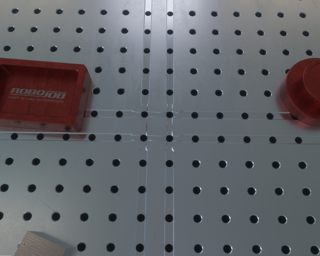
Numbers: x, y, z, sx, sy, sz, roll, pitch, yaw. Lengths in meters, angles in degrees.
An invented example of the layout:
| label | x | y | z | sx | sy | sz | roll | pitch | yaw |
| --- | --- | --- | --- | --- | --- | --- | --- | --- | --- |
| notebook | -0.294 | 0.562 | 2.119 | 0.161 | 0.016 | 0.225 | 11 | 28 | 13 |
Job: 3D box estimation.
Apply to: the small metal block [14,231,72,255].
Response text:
| label | x | y | z | sx | sy | sz | roll | pitch | yaw |
| --- | --- | --- | --- | --- | --- | --- | --- | --- | --- |
| small metal block | -0.138 | 0.152 | 0.355 | 0.050 | 0.025 | 0.050 | 21 | 71 | 7 |

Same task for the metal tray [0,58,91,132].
| label | x | y | z | sx | sy | sz | roll | pitch | yaw |
| --- | --- | --- | --- | --- | --- | --- | --- | --- | --- |
| metal tray | -0.169 | -0.046 | 0.424 | 0.131 | 0.030 | 0.090 | 5 | 70 | 1 |

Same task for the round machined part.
| label | x | y | z | sx | sy | sz | roll | pitch | yaw |
| --- | --- | --- | --- | --- | --- | --- | --- | --- | --- |
| round machined part | 0.222 | -0.055 | 0.425 | 0.099 | 0.042 | 0.098 | 0 | 70 | 0 |
